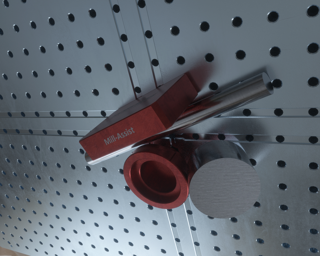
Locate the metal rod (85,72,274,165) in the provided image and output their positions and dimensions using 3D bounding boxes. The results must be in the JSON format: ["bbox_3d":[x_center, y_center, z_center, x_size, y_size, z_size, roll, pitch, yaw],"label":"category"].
[{"bbox_3d":[0.001,0.000,0.410,0.299,0.025,0.025,-23,106,36],"label":"metal rod"}]

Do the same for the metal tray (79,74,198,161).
[{"bbox_3d":[-0.027,-0.012,0.375,0.130,0.090,0.030,-24,106,36],"label":"metal tray"}]

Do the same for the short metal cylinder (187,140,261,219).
[{"bbox_3d":[0.074,0.061,0.375,0.080,0.050,0.079,0,111,1],"label":"short metal cylinder"}]

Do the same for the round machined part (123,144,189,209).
[{"bbox_3d":[0.001,0.063,0.439,0.098,0.042,0.097,13,124,21],"label":"round machined part"}]
